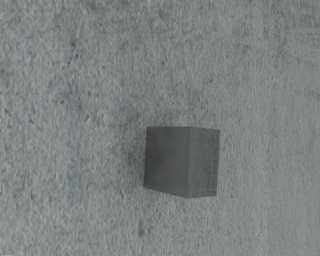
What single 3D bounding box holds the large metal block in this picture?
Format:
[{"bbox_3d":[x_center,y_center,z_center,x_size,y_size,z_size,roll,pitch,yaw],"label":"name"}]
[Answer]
[{"bbox_3d":[0.026,0.040,0.390,0.050,0.080,0.080,6,86,-40],"label":"large metal block"}]
